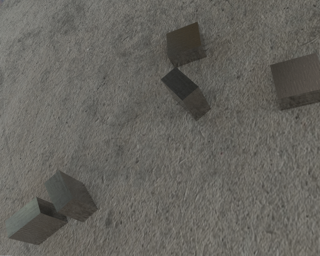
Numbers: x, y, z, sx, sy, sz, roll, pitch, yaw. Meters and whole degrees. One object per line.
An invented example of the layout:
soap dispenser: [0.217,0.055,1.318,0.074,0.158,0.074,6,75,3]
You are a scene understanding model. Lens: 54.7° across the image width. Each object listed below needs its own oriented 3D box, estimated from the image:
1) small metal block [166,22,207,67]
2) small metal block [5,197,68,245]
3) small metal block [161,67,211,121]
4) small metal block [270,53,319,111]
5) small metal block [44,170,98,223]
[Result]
small metal block: [0.039,-0.123,0.459,0.050,0.025,0.050,-16,55,19]
small metal block: [-0.157,0.120,0.397,0.050,0.050,0.025,-38,51,2]
small metal block: [0.034,-0.043,0.397,0.025,0.050,0.050,-41,51,1]
small metal block: [0.158,-0.052,0.353,0.050,0.025,0.050,-13,56,21]
small metal block: [-0.113,0.087,0.394,0.025,0.050,0.050,-43,51,-1]
